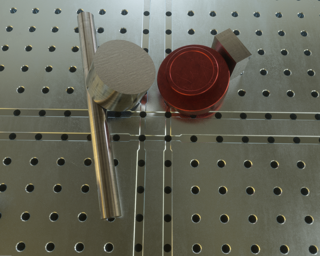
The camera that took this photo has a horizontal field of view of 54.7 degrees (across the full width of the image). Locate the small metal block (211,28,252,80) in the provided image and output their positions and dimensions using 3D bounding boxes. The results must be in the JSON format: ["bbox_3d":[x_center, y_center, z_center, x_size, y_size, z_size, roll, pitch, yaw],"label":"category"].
[{"bbox_3d":[0.097,-0.102,0.437,0.025,0.050,0.050,-30,73,-11],"label":"small metal block"}]

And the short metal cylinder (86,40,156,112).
[{"bbox_3d":[-0.052,-0.068,0.409,0.081,0.050,0.080,10,64,-20],"label":"short metal cylinder"}]

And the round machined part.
[{"bbox_3d":[0.044,-0.069,0.419,0.098,0.042,0.098,-2,76,9],"label":"round machined part"}]

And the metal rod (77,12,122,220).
[{"bbox_3d":[-0.086,-0.030,0.421,0.025,0.025,0.299,-10,70,-4],"label":"metal rod"}]
